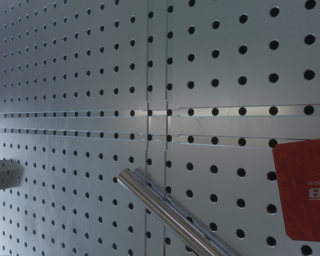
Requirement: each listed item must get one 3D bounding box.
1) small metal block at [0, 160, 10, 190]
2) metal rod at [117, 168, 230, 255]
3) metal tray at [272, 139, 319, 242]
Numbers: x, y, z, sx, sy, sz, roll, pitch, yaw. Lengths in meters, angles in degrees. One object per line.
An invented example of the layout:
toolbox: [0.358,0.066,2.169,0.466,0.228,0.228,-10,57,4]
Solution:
small metal block: [-0.377,0.109,0.721,0.050,0.025,0.050,31,109,35]
metal rod: [0.050,0.140,0.368,0.300,0.025,0.025,34,111,34]
metal tray: [0.172,0.050,0.264,0.130,0.030,0.090,-12,82,39]
